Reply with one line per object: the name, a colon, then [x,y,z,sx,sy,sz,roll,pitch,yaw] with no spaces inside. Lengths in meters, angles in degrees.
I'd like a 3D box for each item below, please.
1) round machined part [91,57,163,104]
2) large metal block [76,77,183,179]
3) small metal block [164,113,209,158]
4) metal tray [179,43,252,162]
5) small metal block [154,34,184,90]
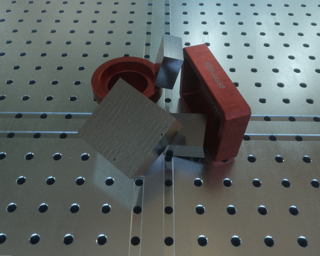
round machined part: [-0.045,-0.055,0.442,0.099,0.042,0.098,0,50,0]
large metal block: [-0.033,0.002,0.360,0.080,0.050,0.080,38,90,14]
small metal block: [0.034,0.009,0.394,0.050,0.025,0.050,2,54,16]
metal tray: [0.063,-0.034,0.394,0.030,0.089,0.130,-14,52,-12]
small metal block: [0.011,-0.088,0.412,0.025,0.050,0.050,9,48,-11]
